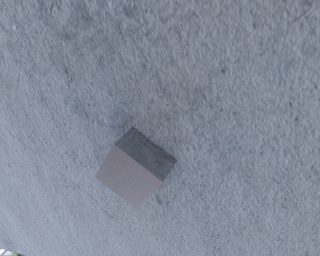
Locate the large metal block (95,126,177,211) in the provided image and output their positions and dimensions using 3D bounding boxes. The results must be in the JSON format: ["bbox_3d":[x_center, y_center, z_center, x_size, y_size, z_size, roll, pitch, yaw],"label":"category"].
[{"bbox_3d":[-0.036,0.059,0.446,0.080,0.050,0.080,38,129,3],"label":"large metal block"}]
